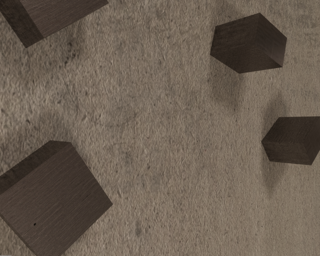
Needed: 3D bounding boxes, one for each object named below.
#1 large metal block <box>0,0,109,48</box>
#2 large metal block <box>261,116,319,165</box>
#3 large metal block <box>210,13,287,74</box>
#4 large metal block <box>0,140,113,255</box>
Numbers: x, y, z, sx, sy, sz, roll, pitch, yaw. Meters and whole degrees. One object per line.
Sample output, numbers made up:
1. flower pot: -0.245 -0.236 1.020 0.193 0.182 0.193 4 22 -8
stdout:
1. large metal block: -0.111 -0.135 0.296 0.080 0.050 0.080 -44 117 -31
2. large metal block: 0.253 0.022 0.585 0.080 0.080 0.050 -44 117 -31
3. large metal block: 0.140 -0.129 0.489 0.080 0.080 0.050 20 77 -39
4. large metal block: -0.107 0.068 0.300 0.080 0.050 0.080 -42 116 -32
